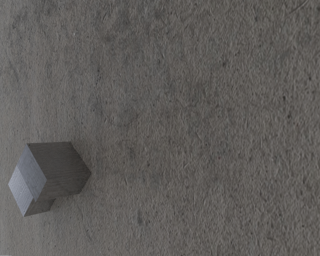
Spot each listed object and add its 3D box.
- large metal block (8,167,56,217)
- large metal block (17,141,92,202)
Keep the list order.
[{"bbox_3d":[-0.235,0.105,0.583,0.080,0.050,0.080,48,119,29],"label":"large metal block"},{"bbox_3d":[-0.176,0.069,0.515,0.080,0.081,0.050,48,119,29],"label":"large metal block"}]
